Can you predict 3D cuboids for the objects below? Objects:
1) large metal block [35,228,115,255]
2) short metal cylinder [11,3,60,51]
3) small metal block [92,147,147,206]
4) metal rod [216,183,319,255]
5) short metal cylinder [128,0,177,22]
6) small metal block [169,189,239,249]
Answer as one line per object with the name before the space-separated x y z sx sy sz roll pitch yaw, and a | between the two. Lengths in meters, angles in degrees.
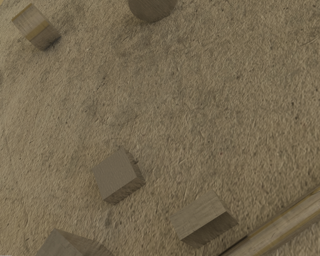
large metal block | -0.092 0.160 0.319 0.050 0.080 0.080 24 75 36
short metal cylinder | -0.247 -0.201 0.621 0.050 0.080 0.080 -41 51 1
small metal block | -0.053 0.061 0.394 0.050 0.025 0.050 -35 51 5
metal rod | 0.102 0.101 0.288 0.300 0.025 0.025 -37 51 3
short metal cylinder | -0.016 -0.227 0.516 0.080 0.080 0.050 -24 53 14
small metal block | 0.045 0.092 0.308 0.050 0.050 0.025 -35 51 5
